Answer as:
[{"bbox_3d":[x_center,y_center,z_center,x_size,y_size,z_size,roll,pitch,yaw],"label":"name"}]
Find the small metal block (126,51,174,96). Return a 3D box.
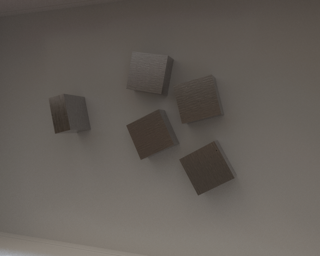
[{"bbox_3d":[-0.013,-0.072,0.414,0.050,0.025,0.050,11,94,19],"label":"small metal block"}]

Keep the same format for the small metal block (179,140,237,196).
[{"bbox_3d":[0.060,0.049,0.389,0.050,0.025,0.050,-30,81,17],"label":"small metal block"}]

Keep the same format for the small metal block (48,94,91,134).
[{"bbox_3d":[-0.127,-0.019,0.441,0.025,0.050,0.050,-13,86,19],"label":"small metal block"}]

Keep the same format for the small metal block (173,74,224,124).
[{"bbox_3d":[0.049,-0.035,0.393,0.050,0.025,0.050,-14,85,19],"label":"small metal block"}]

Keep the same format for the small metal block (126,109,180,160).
[{"bbox_3d":[-0.009,0.009,0.413,0.050,0.025,0.050,-26,82,17],"label":"small metal block"}]
